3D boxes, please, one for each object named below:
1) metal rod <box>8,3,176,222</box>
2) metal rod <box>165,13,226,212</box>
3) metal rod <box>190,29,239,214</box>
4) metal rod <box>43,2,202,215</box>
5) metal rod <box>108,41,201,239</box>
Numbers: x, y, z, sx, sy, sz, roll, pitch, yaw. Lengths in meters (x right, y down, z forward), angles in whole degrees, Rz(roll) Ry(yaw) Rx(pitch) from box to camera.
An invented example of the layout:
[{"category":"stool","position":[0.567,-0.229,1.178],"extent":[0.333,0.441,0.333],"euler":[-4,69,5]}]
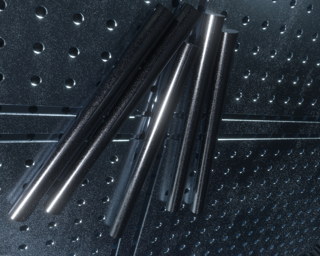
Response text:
[{"category":"metal rod","position":[-0.083,-0.010,0.358],"extent":[0.025,0.025,0.299],"euler":[31,101,-38]},{"category":"metal rod","position":[0.043,-0.003,0.432],"extent":[0.025,0.025,0.298],"euler":[-5,121,-26]},{"category":"metal rod","position":[0.074,0.009,0.456],"extent":[0.025,0.025,0.298],"euler":[-10,123,-23]},{"category":"metal rod","position":[-0.051,-0.015,0.374],"extent":[0.025,0.025,0.299],"euler":[29,102,-38]},{"category":"metal rod","position":[-0.015,0.030,0.421],"extent":[0.025,0.025,0.298],"euler":[8,114,-32]}]
